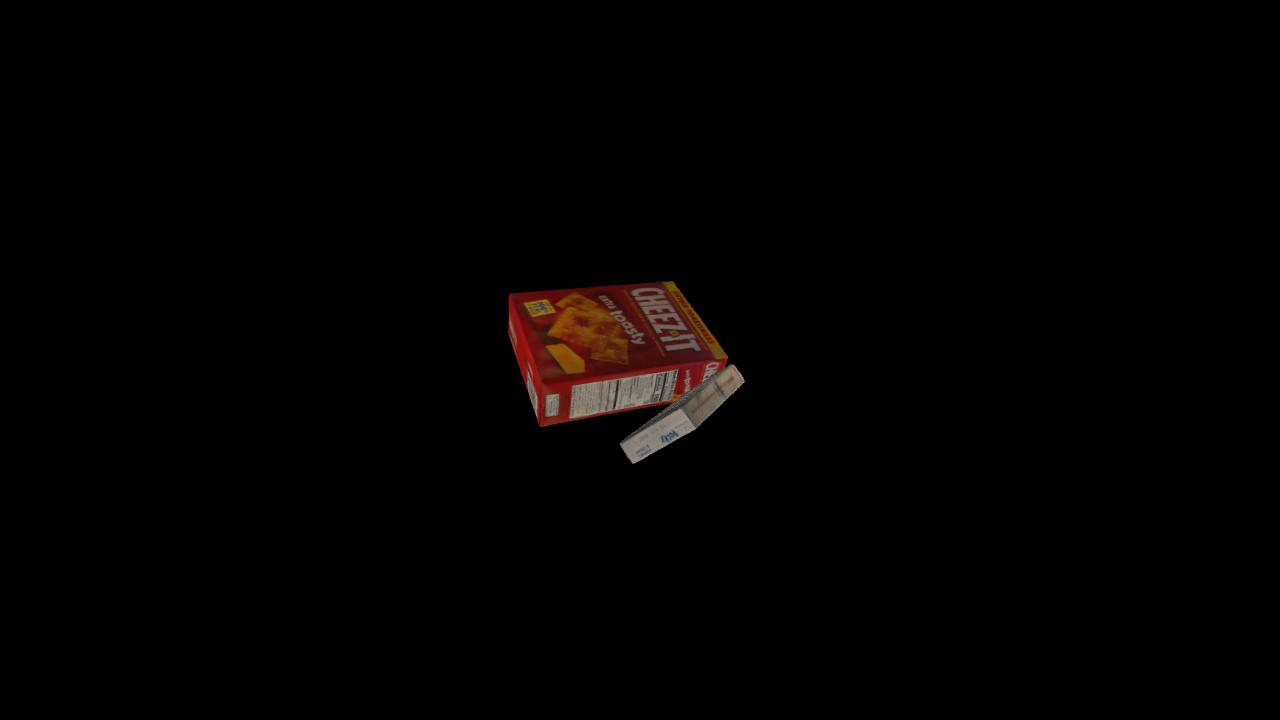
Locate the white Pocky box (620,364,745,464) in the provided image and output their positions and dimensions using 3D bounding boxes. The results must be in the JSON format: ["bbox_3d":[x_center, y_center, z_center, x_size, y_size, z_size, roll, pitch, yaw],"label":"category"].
[{"bbox_3d":[0.048,0.052,0.636,0.084,0.028,0.154,-36,-3,30],"label":"white Pocky box"}]

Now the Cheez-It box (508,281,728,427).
[{"bbox_3d":[-0.031,-0.017,0.733,0.223,0.071,0.166,-7,43,-21],"label":"Cheez-It box"}]
